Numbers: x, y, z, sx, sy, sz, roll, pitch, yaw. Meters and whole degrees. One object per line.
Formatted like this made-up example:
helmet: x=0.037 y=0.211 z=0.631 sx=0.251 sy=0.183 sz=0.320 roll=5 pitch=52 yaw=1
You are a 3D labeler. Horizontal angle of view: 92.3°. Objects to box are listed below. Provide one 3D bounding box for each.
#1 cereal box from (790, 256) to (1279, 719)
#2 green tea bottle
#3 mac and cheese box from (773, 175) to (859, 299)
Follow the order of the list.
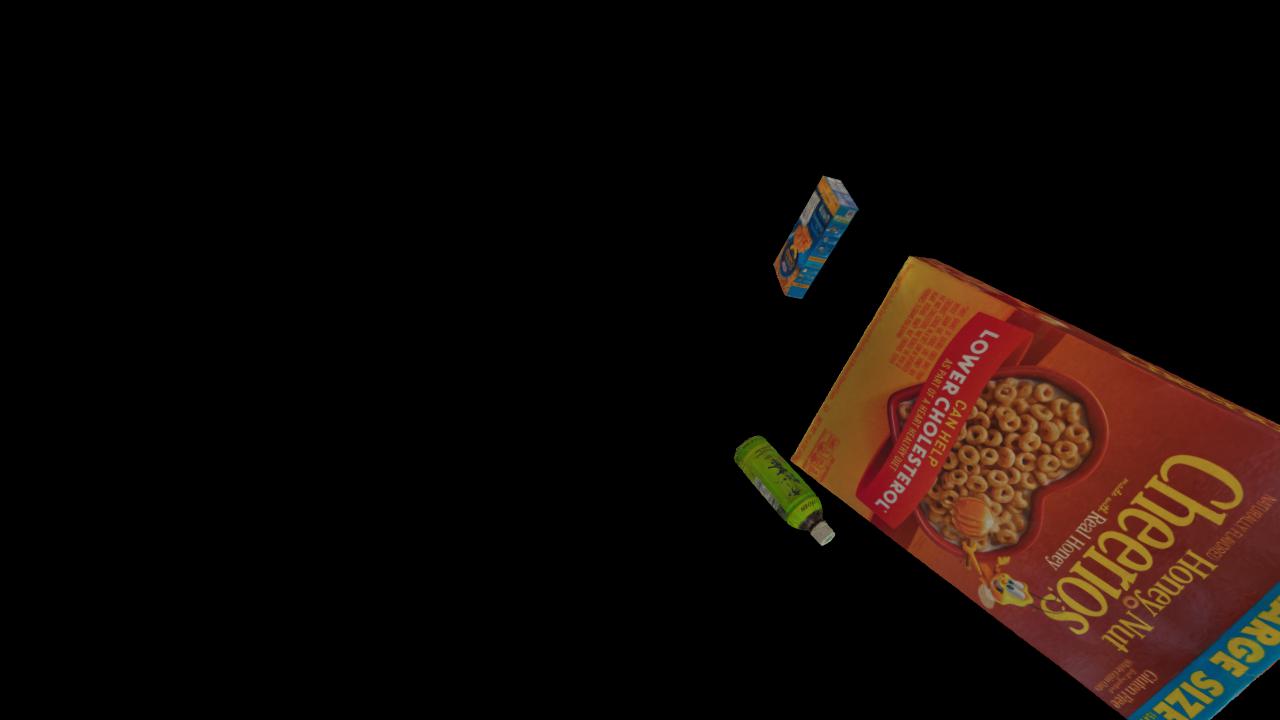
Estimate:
cereal box: x=0.288 y=0.081 z=0.446 sx=0.306 sy=0.203 sz=0.081 roll=39 pitch=28 yaw=31
green tea bottle: x=0.247 y=0.223 z=1.043 sx=0.073 sy=0.073 sz=0.212 roll=0 pitch=39 yaw=-39
mac and cheese box: x=0.285 y=-0.200 z=1.019 sx=0.041 sy=0.093 sz=0.184 roll=9 pitch=-46 yaw=-16
